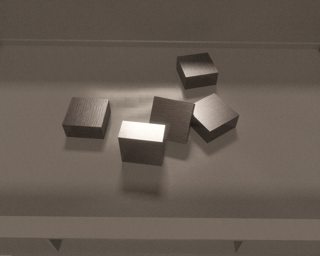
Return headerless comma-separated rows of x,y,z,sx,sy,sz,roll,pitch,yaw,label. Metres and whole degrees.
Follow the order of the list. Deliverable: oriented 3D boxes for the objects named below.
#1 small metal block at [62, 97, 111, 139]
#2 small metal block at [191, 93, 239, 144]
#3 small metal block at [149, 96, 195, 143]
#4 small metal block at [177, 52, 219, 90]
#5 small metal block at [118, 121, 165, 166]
-0.097,-0.014,0.415,0.050,0.025,0.050,4,50,2,small metal block
0.069,-0.014,0.418,0.050,0.025,0.050,-27,56,-22,small metal block
0.015,-0.011,0.397,0.050,0.050,0.025,12,6,9,small metal block
0.057,-0.089,0.481,0.050,0.025,0.050,-10,51,-9,small metal block
-0.021,0.019,0.372,0.050,0.050,0.025,6,51,4,small metal block
